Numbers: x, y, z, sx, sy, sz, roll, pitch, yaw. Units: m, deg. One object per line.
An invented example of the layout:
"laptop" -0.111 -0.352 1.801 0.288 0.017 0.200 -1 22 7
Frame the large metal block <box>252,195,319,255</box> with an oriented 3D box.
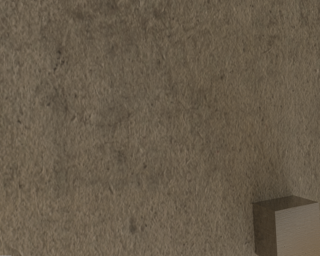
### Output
"large metal block" 0.191 0.152 0.469 0.081 0.050 0.079 -4 92 -20
